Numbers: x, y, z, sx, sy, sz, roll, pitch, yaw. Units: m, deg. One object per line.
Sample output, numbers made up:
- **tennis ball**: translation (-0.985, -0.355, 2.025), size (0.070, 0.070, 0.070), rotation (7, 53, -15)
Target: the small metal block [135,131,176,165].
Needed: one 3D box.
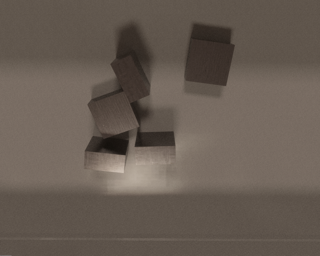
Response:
- **small metal block**: translation (-0.006, 0.026, 0.407), size (0.050, 0.050, 0.025), rotation (-2, 110, 0)

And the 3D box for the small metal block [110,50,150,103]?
- **small metal block**: translation (-0.034, -0.063, 0.374), size (0.025, 0.050, 0.050), rotation (-23, 109, 8)

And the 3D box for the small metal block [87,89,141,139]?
- **small metal block**: translation (-0.058, -0.020, 0.403), size (0.050, 0.025, 0.050), rotation (-19, 109, 6)

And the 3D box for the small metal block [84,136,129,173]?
- **small metal block**: translation (-0.069, 0.034, 0.410), size (0.050, 0.050, 0.025), rotation (7, 110, -3)

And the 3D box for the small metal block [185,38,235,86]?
- **small metal block**: translation (0.060, -0.082, 0.382), size (0.050, 0.025, 0.050), rotation (7, 110, -3)
